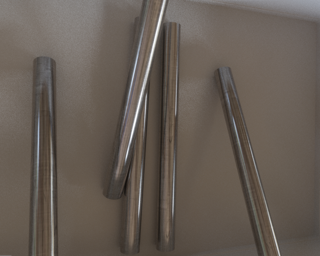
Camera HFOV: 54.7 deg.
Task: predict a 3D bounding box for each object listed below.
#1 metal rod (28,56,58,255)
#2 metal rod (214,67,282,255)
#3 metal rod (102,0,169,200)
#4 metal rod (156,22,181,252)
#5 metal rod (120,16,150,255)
[{"bbox_3d":[-0.113,0.059,0.302,0.025,0.025,0.299,0,64,-20],"label":"metal rod"},{"bbox_3d":[0.110,0.055,0.386,0.025,0.025,0.299,1,65,-20],"label":"metal rod"},{"bbox_3d":[-0.024,-0.052,0.338,0.025,0.025,0.298,7,112,-20],"label":"metal rod"},{"bbox_3d":[0.011,0.011,0.414,0.025,0.025,0.298,2,90,-20],"label":"metal rod"},{"bbox_3d":[-0.029,0.008,0.399,0.025,0.025,0.298,4,89,-20],"label":"metal rod"}]
